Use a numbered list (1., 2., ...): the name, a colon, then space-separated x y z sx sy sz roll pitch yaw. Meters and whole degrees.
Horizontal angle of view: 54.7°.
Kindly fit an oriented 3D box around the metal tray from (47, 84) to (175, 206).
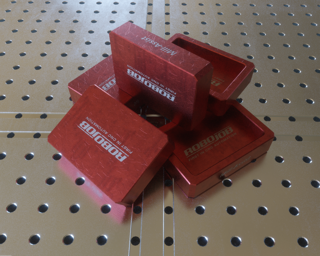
1. metal tray: -0.059 0.017 0.365 0.130 0.030 0.090 35 83 25

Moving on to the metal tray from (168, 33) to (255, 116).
1. metal tray: 0.052 -0.079 0.432 0.130 0.030 0.090 29 56 22

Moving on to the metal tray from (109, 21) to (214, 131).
1. metal tray: -0.002 -0.063 0.378 0.130 0.089 0.030 33 58 24

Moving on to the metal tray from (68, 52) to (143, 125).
1. metal tray: -0.056 -0.068 0.460 0.090 0.030 0.131 32 56 23

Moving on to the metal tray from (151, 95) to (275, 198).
1. metal tray: 0.064 0.017 0.389 0.131 0.030 0.090 -27 55 -21
